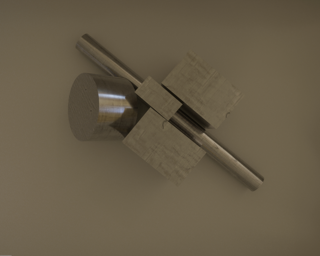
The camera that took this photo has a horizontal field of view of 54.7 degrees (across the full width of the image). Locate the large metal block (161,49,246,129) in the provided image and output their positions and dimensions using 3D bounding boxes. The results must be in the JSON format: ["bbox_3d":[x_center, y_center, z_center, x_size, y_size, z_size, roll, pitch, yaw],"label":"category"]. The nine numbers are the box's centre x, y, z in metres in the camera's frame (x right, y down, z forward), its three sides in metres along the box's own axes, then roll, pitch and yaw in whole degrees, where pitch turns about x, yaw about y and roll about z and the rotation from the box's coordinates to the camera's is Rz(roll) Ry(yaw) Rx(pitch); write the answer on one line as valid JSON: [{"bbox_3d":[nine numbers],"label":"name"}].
[{"bbox_3d":[0.048,-0.044,0.384,0.080,0.080,0.050,40,90,-1],"label":"large metal block"}]

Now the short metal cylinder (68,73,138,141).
[{"bbox_3d":[-0.071,-0.024,0.376,0.050,0.080,0.079,1,90,-40],"label":"short metal cylinder"}]

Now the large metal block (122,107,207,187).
[{"bbox_3d":[0.004,0.021,0.383,0.080,0.080,0.050,39,90,-1],"label":"large metal block"}]

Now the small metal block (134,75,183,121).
[{"bbox_3d":[-0.002,-0.034,0.374,0.050,0.050,0.025,41,90,-1],"label":"small metal block"}]

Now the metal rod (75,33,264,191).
[{"bbox_3d":[0.013,-0.020,0.411,0.300,0.025,0.025,39,90,-1],"label":"metal rod"}]
